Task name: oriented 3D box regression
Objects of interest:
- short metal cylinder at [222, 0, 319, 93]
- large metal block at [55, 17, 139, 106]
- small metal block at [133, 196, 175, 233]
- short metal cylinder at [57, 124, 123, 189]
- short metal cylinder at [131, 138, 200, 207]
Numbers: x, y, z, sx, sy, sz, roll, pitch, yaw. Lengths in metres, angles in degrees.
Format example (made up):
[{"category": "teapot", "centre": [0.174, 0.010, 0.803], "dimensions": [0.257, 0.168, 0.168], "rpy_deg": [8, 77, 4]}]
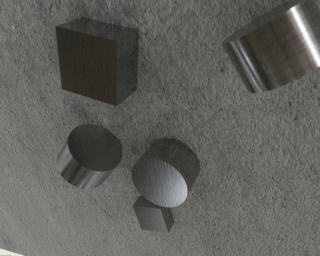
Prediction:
[{"category": "short metal cylinder", "centre": [0.102, -0.073, 0.272], "dimensions": [0.080, 0.080, 0.050], "rpy_deg": [-23, 106, 36]}, {"category": "large metal block", "centre": [-0.074, -0.082, 0.379], "dimensions": [0.080, 0.050, 0.079], "rpy_deg": [18, 126, 17]}, {"category": "small metal block", "centre": [-0.010, 0.138, 0.498], "dimensions": [0.050, 0.025, 0.050], "rpy_deg": [-2, 118, 29]}, {"category": "short metal cylinder", "centre": [-0.102, 0.041, 0.450], "dimensions": [0.080, 0.080, 0.050], "rpy_deg": [40, 129, 0]}, {"category": "short metal cylinder", "centre": [0.009, 0.061, 0.424], "dimensions": [0.080, 0.050, 0.079], "rpy_deg": [13, 124, 21]}]
